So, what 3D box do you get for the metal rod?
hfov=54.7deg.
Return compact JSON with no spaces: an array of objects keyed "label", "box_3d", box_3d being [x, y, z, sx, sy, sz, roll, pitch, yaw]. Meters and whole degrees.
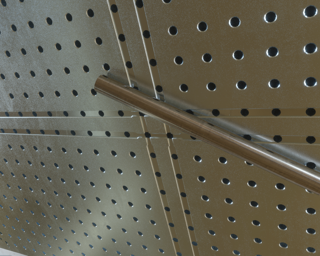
[{"label":"metal rod","box_3d":[0.053,0.003,0.384,0.301,0.025,0.025,25,127,12]}]
